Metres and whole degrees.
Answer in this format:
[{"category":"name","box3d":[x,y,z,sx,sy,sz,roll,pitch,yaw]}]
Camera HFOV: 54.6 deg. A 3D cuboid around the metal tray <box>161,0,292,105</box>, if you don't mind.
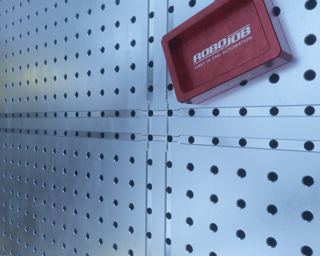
[{"category":"metal tray","box3d":[0.067,-0.091,0.351,0.130,0.030,0.090,-24,75,37]}]
